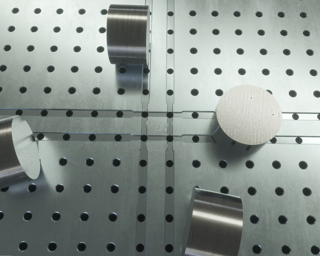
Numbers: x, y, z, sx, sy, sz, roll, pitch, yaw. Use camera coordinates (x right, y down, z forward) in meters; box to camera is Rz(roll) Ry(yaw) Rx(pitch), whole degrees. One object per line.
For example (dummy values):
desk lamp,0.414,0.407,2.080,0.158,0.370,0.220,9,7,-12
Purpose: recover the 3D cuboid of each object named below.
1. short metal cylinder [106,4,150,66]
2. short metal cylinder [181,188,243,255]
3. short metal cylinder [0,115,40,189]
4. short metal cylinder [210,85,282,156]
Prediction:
short metal cylinder,-0.041,-0.128,0.429,0.050,0.080,0.080,2,70,1
short metal cylinder,0.056,0.111,0.342,0.050,0.080,0.080,11,71,4
short metal cylinder,-0.184,0.029,0.370,0.050,0.080,0.080,-15,71,-5
short metal cylinder,0.109,-0.009,0.402,0.081,0.050,0.080,0,70,0
